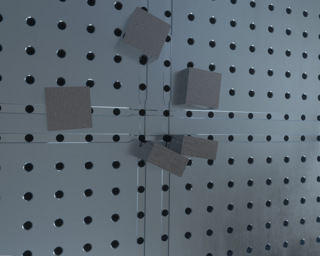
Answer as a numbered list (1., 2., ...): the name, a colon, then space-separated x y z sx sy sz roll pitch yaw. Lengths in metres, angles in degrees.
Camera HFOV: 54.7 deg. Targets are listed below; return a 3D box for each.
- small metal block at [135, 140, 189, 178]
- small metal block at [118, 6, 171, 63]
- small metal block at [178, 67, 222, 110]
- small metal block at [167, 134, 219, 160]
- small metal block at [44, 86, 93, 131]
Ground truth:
1. small metal block: 0.002 0.039 0.401 0.050 0.050 0.025 28 81 -18
2. small metal block: -0.020 -0.121 0.406 0.050 0.025 0.050 24 82 -19
3. small metal block: 0.056 -0.054 0.435 0.050 0.025 0.050 7 88 -20
4. small metal block: 0.042 0.025 0.416 0.050 0.050 0.025 11 87 -20
5. small metal block: -0.110 -0.023 0.372 0.050 0.025 0.050 -5 92 -20
